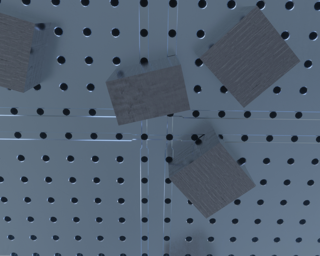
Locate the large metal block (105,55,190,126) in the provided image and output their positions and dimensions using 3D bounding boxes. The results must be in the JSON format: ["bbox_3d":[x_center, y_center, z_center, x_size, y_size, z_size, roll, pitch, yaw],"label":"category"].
[{"bbox_3d":[-0.012,-0.048,0.366,0.080,0.080,0.050,-12,110,4],"label":"large metal block"}]

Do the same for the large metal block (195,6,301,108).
[{"bbox_3d":[0.101,-0.085,0.369,0.080,0.050,0.080,-41,105,14],"label":"large metal block"}]

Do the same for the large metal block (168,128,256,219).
[{"bbox_3d":[0.068,0.061,0.423,0.080,0.050,0.080,-38,106,12],"label":"large metal block"}]

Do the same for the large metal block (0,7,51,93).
[{"bbox_3d":[-0.184,-0.096,0.363,0.080,0.050,0.080,16,109,-6],"label":"large metal block"}]
